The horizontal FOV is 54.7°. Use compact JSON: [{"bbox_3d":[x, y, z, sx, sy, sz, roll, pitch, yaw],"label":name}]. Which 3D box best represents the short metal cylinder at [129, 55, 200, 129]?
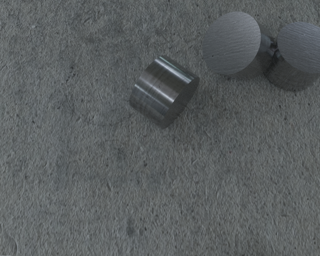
[{"bbox_3d":[0.006,-0.045,0.395,0.050,0.080,0.080,37,74,12],"label":"short metal cylinder"}]

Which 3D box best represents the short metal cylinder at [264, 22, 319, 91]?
[{"bbox_3d":[0.190,-0.098,0.428,0.081,0.050,0.080,2,69,-5],"label":"short metal cylinder"}]

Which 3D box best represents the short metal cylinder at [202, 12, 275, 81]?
[{"bbox_3d":[0.105,-0.107,0.413,0.080,0.050,0.080,-2,86,38],"label":"short metal cylinder"}]
